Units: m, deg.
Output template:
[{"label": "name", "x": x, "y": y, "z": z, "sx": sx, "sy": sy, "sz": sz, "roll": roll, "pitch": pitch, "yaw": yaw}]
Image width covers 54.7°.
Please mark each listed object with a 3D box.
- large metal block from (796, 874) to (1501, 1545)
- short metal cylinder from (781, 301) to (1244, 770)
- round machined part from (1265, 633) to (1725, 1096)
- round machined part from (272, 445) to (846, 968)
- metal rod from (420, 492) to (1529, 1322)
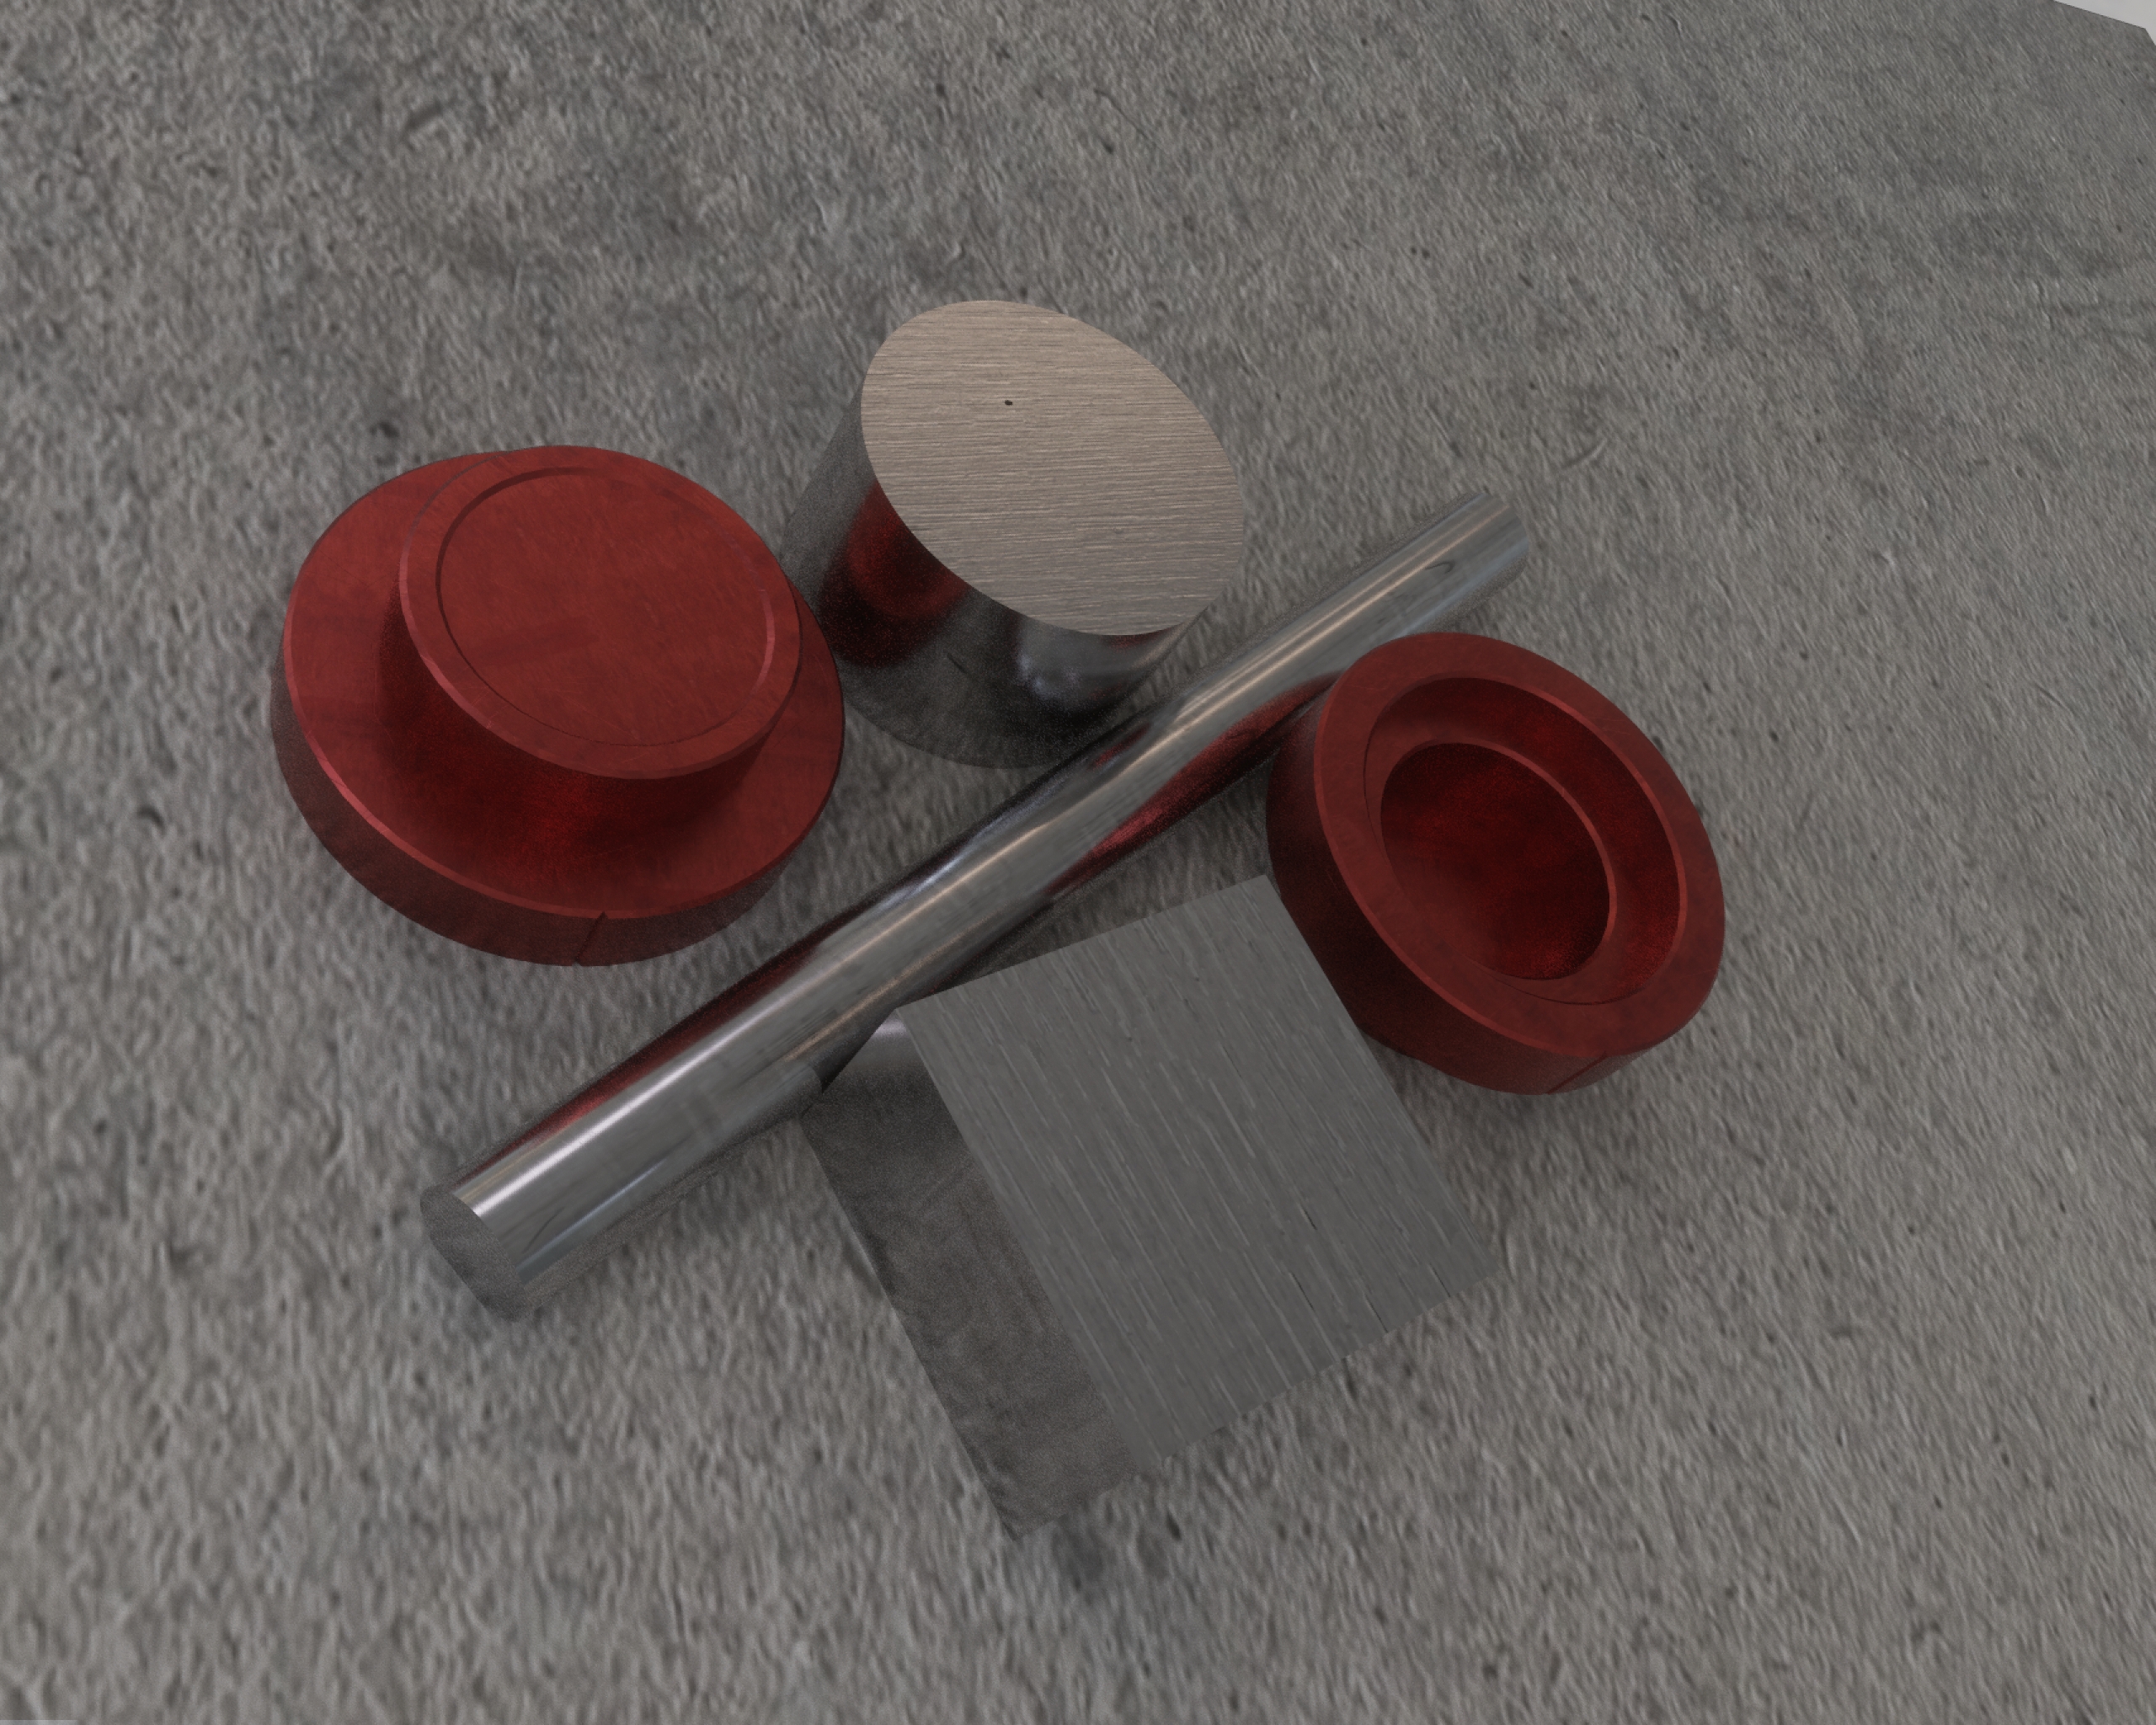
[{"label": "large metal block", "x": 0.011, "y": 0.058, "z": 0.361, "sx": 0.081, "sy": 0.050, "sz": 0.080, "roll": -19, "pitch": 72, "yaw": -35}, {"label": "short metal cylinder", "x": -0.014, "y": -0.065, "z": 0.421, "sx": 0.081, "sy": 0.050, "sz": 0.080, "roll": 14, "pitch": 56, "yaw": -21}, {"label": "round machined part", "x": 0.082, "y": 0.004, "z": 0.436, "sx": 0.099, "sy": 0.042, "sz": 0.098, "roll": 14, "pitch": 56, "yaw": -21}, {"label": "round machined part", "x": -0.087, "y": -0.034, "z": 0.368, "sx": 0.099, "sy": 0.042, "sz": 0.098, "roll": 14, "pitch": 56, "yaw": -21}, {"label": "metal rod", "x": 0.003, "y": -0.009, "z": 0.413, "sx": 0.025, "sy": 0.025, "sz": 0.302, "roll": 49, "pitch": 51, "yaw": 6}]
